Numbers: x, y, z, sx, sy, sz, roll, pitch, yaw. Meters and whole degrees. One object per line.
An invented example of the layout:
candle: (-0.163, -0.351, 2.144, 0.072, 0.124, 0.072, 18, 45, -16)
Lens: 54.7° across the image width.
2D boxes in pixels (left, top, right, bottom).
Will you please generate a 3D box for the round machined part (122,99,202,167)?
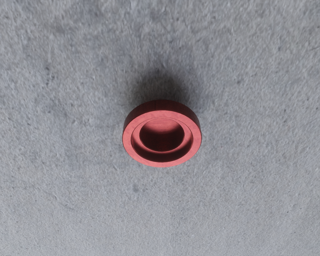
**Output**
round machined part: (0.002, 0.002, 0.398, 0.099, 0.042, 0.097, -1, 130, 0)
